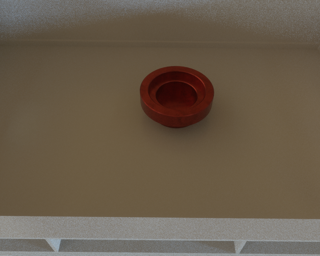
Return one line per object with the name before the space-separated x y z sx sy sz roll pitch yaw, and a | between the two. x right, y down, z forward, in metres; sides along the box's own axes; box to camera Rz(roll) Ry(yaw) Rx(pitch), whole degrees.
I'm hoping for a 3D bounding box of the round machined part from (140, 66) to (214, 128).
round machined part | 0.022 -0.038 0.427 0.099 0.042 0.098 0 50 0
